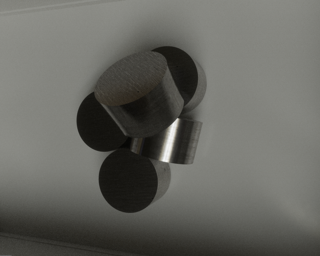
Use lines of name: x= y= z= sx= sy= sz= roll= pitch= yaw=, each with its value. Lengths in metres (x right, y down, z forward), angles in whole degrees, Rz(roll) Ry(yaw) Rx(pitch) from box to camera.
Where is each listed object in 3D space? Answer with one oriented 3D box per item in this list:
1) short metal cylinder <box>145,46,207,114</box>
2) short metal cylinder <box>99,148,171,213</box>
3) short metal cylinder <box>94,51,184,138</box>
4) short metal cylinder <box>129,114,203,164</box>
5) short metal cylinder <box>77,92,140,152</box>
short metal cylinder: x=0.014 y=-0.057 z=0.390 sx=0.080 sy=0.050 sz=0.079 roll=0 pitch=90 yaw=19
short metal cylinder: x=-0.032 y=0.065 z=0.405 sx=0.080 sy=0.050 sz=0.079 roll=0 pitch=90 yaw=19
short metal cylinder: x=-0.021 y=-0.036 z=0.327 sx=0.080 sy=0.050 sz=0.080 roll=-15 pitch=45 yaw=16
short metal cylinder: x=0.007 y=0.009 z=0.377 sx=0.080 sy=0.080 sz=0.050 roll=14 pitch=95 yaw=19
short metal cylinder: x=-0.063 y=-0.010 z=0.416 sx=0.080 sy=0.050 sz=0.079 roll=0 pitch=90 yaw=19
